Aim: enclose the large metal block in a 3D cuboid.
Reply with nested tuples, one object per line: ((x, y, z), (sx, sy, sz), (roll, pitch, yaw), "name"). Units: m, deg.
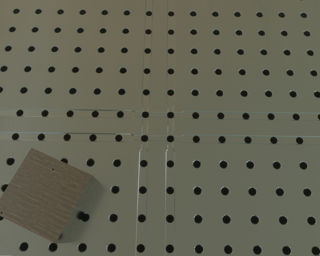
((-0.130, 0.081, 0.368), (0.080, 0.050, 0.080), (23, 72, 8), "large metal block")
